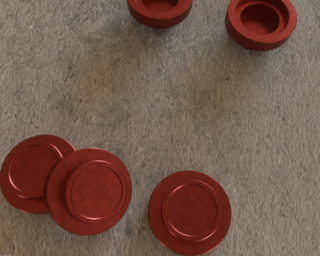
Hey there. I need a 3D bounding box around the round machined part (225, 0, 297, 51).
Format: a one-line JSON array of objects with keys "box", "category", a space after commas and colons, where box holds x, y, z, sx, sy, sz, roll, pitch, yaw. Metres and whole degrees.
[{"box": [0.145, -0.154, 0.457, 0.099, 0.042, 0.098, 0, 70, -1], "category": "round machined part"}]

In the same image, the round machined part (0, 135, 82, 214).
[{"box": [-0.146, 0.054, 0.378, 0.099, 0.042, 0.098, 0, 70, -1], "category": "round machined part"}]

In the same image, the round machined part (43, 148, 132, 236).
[{"box": [-0.076, 0.071, 0.350, 0.099, 0.042, 0.097, 4, 81, -28], "category": "round machined part"}]

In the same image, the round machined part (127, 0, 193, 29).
[{"box": [0.000, -0.190, 0.469, 0.099, 0.042, 0.098, 0, 70, -1], "category": "round machined part"}]

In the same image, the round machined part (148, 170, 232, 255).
[{"box": [0.035, 0.098, 0.364, 0.099, 0.042, 0.098, 0, 70, -1], "category": "round machined part"}]
